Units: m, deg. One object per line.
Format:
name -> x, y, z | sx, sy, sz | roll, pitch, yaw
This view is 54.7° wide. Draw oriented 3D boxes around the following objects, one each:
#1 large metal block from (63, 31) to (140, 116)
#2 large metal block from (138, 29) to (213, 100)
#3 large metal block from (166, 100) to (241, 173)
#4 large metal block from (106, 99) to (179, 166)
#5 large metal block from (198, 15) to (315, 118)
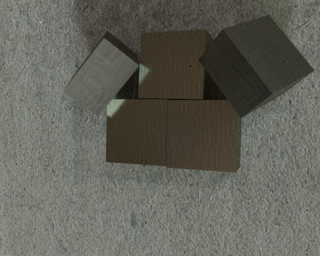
large metal block -> -0.073, -0.073, 0.398 | 0.050, 0.080, 0.080 | 36, 104, -19
large metal block -> 0.021, -0.075, 0.389 | 0.080, 0.050, 0.079 | 3, 91, 19
large metal block -> 0.055, 0.008, 0.375 | 0.080, 0.050, 0.079 | 2, 91, 19
large metal block -> -0.022, 0.004, 0.403 | 0.080, 0.050, 0.079 | 2, 91, 19
large metal block -> 0.104, -0.069, 0.338 | 0.080, 0.081, 0.050 | 56, 147, 11
